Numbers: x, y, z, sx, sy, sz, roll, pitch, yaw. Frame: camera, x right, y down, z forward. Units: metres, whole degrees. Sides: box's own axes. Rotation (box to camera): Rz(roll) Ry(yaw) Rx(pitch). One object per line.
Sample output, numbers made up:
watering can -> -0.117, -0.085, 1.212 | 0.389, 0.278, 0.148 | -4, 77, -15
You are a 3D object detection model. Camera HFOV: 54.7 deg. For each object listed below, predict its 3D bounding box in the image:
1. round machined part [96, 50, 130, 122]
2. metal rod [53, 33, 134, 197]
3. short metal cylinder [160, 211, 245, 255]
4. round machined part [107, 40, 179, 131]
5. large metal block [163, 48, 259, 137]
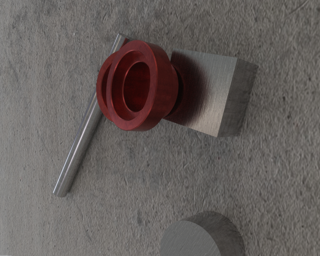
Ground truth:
round machined part -> -0.040, -0.055, 0.427 | 0.098, 0.042, 0.097 | 0, 90, 39
metal rod -> -0.113, -0.008, 0.498 | 0.025, 0.025, 0.298 | 41, 115, 32
short metal cylinder -> 0.047, 0.139, 0.350 | 0.080, 0.050, 0.080 | 0, 90, 40
round machined part -> -0.017, -0.045, 0.345 | 0.098, 0.042, 0.097 | -6, 82, 50
large metal block -> 0.052, -0.040, 0.346 | 0.080, 0.050, 0.079 | 20, 103, 38
